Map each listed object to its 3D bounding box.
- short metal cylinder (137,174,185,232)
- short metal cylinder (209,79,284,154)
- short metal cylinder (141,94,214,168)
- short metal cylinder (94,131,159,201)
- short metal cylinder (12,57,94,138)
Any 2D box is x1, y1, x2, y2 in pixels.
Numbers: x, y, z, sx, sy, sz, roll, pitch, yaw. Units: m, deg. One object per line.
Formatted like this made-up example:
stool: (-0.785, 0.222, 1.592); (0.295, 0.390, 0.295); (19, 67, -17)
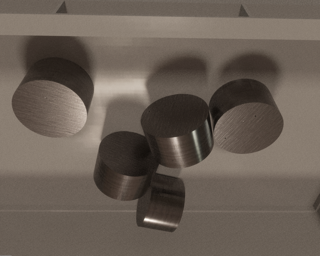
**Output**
short metal cylinder: (0.000, 0.112, 0.469); (0.050, 0.080, 0.079); (15, 129, -12)
short metal cylinder: (0.104, -0.014, 0.383); (0.081, 0.050, 0.079); (0, 130, 0)
short metal cylinder: (0.022, 0.002, 0.376); (0.080, 0.080, 0.050); (-10, 130, 8)
short metal cylinder: (-0.045, 0.050, 0.415); (0.081, 0.080, 0.050); (12, 129, -10)
short metal cylinder: (-0.122, -0.035, 0.361); (0.081, 0.050, 0.079); (0, 130, 0)
